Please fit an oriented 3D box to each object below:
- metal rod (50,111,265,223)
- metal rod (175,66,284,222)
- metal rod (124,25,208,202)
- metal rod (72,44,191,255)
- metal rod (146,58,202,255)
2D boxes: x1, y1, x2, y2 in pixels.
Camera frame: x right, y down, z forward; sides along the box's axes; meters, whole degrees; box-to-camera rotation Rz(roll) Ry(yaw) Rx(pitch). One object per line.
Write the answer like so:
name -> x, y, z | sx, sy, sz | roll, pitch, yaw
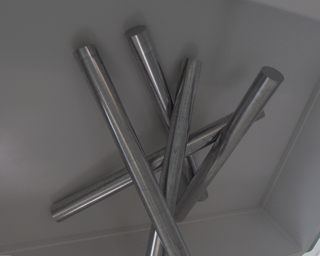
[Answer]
metal rod -> -0.002, 0.043, 0.407 | 0.301, 0.025, 0.025 | -27, 129, -1
metal rod -> 0.072, 0.045, 0.415 | 0.025, 0.025, 0.298 | -5, 140, -26
metal rod -> 0.021, 0.004, 0.422 | 0.025, 0.025, 0.299 | -31, 129, -9
metal rod -> -0.020, 0.053, 0.345 | 0.025, 0.025, 0.299 | -26, 101, -13
metal rod -> 0.012, 0.064, 0.382 | 0.025, 0.025, 0.298 | 10, 91, -33
